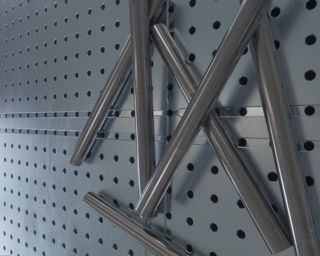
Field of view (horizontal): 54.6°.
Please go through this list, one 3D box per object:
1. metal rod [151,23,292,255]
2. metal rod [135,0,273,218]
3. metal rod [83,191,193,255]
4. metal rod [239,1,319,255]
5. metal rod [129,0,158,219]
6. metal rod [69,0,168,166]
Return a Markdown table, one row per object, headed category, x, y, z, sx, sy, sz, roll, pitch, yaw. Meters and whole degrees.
| category | x | y | z | sx | sy | sz | roll | pitch | yaw |
| --- | --- | --- | --- | --- | --- | --- | --- | --- | --- |
| metal rod | 0.059 | -0.005 | 0.361 | 0.025 | 0.025 | 0.299 | -40 | 66 | 33 |
| metal rod | 0.043 | -0.020 | 0.340 | 0.025 | 0.025 | 0.298 | 40 | 114 | 32 |
| metal rod | -0.005 | 0.155 | 0.414 | 0.300 | 0.025 | 0.025 | 20 | 103 | 38 |
| metal rod | 0.121 | 0.001 | 0.310 | 0.025 | 0.025 | 0.299 | -16 | 80 | 39 |
| metal rod | -0.021 | -0.029 | 0.410 | 0.025 | 0.025 | 0.298 | 2 | 97 | 40 |
| metal rod | -0.072 | -0.060 | 0.470 | 0.025 | 0.025 | 0.298 | 46 | 117 | 30 |
